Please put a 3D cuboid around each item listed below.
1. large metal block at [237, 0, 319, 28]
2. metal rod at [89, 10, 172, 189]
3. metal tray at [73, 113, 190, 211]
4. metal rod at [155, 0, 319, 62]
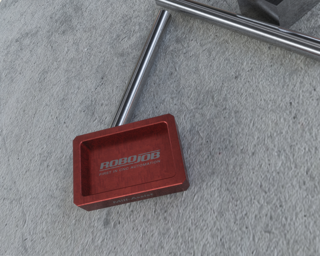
[{"bbox_3d":[0.161,-0.185,0.416,0.080,0.050,0.080,-41,51,0],"label":"large metal block"},{"bbox_3d":[-0.039,-0.055,0.456,0.025,0.025,0.300,6,64,30],"label":"metal rod"},{"bbox_3d":[-0.037,0.041,0.373,0.131,0.030,0.090,-14,61,7],"label":"metal tray"},{"bbox_3d":[0.097,-0.156,0.448,0.025,0.025,0.300,-49,52,-6],"label":"metal rod"}]
